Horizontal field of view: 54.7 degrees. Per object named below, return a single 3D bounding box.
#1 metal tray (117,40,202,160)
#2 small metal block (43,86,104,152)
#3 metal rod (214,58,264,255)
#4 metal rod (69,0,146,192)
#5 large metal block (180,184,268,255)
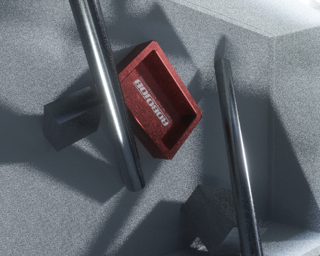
[{"bbox_3d":[-0.006,-0.033,0.399,0.090,0.030,0.130,-52,121,-28],"label":"metal tray"},{"bbox_3d":[-0.088,-0.009,0.315,0.050,0.050,0.025,-32,71,-35],"label":"small metal block"},{"bbox_3d":[0.104,0.029,0.424,0.025,0.025,0.299,23,53,-38],"label":"metal rod"},{"bbox_3d":[-0.054,-0.052,0.305,0.025,0.025,0.298,-37,131,-34],"label":"metal rod"},{"bbox_3d":[0.090,0.129,0.440,0.081,0.080,0.050,17,112,-39],"label":"large metal block"}]
